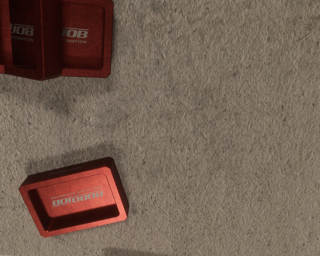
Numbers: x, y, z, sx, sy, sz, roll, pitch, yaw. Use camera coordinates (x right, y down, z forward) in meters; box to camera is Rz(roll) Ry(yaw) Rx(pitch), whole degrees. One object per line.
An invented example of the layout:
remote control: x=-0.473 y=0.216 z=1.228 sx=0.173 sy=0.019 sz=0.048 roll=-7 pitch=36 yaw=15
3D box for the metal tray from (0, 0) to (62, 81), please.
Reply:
metal tray: x=-0.171 y=-0.107 z=0.340 sx=0.130 sy=0.030 sz=0.089 roll=13 pitch=111 yaw=18

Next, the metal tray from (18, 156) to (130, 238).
metal tray: x=-0.119 y=0.099 z=0.442 sx=0.131 sy=0.030 sz=0.089 roll=-14 pitch=110 yaw=4

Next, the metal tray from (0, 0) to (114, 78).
metal tray: x=-0.121 y=-0.106 z=0.349 sx=0.131 sy=0.030 sz=0.089 roll=0 pitch=111 yaw=-16
